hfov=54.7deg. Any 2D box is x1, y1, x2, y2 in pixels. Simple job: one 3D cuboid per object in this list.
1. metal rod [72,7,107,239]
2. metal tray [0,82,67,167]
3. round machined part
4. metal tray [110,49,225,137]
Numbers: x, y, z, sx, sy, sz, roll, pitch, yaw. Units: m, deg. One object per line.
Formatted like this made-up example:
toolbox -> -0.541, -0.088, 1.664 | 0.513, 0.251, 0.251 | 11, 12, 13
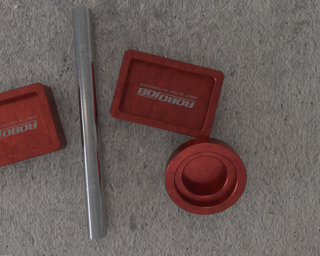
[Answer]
metal rod -> -0.093, -0.006, 0.409 | 0.025, 0.025, 0.298 | -4, 90, 0
metal tray -> -0.200, 0.002, 0.405 | 0.131, 0.030, 0.090 | -16, 90, 0
round machined part -> 0.056, 0.057, 0.393 | 0.099, 0.042, 0.097 | 0, 109, 1
metal tray -> 0.009, -0.043, 0.407 | 0.131, 0.030, 0.090 | 14, 90, 0
